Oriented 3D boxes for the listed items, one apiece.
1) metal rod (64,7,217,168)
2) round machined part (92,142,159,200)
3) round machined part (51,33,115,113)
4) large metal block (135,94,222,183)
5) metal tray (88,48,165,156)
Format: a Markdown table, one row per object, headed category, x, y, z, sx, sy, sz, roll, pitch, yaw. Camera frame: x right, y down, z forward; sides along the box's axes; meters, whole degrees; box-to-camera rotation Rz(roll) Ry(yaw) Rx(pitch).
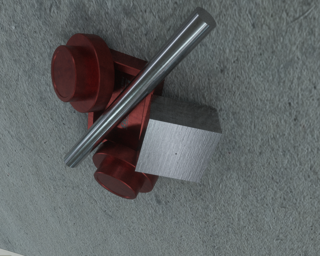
| category | x | y | z | sx | sy | sz | roll | pitch | yaw |
| --- | --- | --- | --- | --- | --- | --- | --- | --- | --- |
| metal rod | -0.046 | -0.026 | 0.378 | 0.025 | 0.025 | 0.299 | 46 | 129 | -4 |
| round machined part | -0.055 | 0.067 | 0.445 | 0.098 | 0.042 | 0.098 | 20 | 148 | 14 |
| round machined part | -0.101 | -0.067 | 0.383 | 0.098 | 0.042 | 0.097 | 12 | 106 | 47 |
| large metal block | 0.019 | 0.014 | 0.372 | 0.081 | 0.050 | 0.079 | 12 | 127 | -8 |
| metal tray | -0.049 | -0.030 | 0.412 | 0.090 | 0.030 | 0.129 | 22 | 127 | 14 |
